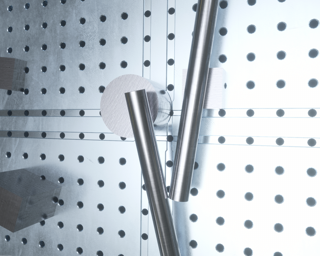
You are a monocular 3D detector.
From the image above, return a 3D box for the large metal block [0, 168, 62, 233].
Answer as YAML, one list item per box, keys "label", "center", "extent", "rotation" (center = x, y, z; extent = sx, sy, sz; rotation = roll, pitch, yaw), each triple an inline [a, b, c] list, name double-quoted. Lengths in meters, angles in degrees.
- label: "large metal block"
  center: [-0.209, 0.102, 0.457]
  extent: [0.080, 0.080, 0.050]
  rotation: [19, 97, 19]

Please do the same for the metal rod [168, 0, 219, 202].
- label: "metal rod"
  center: [0.044, -0.061, 0.370]
  extent: [0.025, 0.025, 0.298]
  rotation: [9, 93, 20]

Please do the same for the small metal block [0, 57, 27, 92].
- label: "small metal block"
  center: [-0.246, -0.087, 0.500]
  extent: [0.050, 0.025, 0.050]
  rotation: [9, 93, 19]

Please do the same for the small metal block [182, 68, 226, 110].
- label: "small metal block"
  center: [0.056, -0.049, 0.393]
  extent: [0.050, 0.025, 0.050]
  rotation: [2, 91, 20]

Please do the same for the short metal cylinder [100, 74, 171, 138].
- label: "short metal cylinder"
  center: [-0.031, -0.028, 0.410]
  extent: [0.080, 0.050, 0.080]
  rotation: [0, 90, 20]

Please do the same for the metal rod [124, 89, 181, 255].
- label: "metal rod"
  center: [0.001, 0.101, 0.380]
  extent: [0.025, 0.025, 0.298]
  rotation: [-9, 99, 20]
